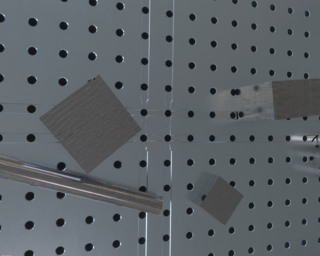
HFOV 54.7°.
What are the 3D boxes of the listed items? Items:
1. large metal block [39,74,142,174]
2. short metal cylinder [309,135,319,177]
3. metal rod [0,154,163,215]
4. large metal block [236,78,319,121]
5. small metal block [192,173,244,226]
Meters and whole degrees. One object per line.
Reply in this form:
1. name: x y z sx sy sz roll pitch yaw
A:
1. large metal block: -0.083 -0.005 0.369 0.080 0.050 0.080 -41 103 -16
2. short metal cylinder: 0.296 0.048 0.509 0.081 0.050 0.079 0 90 -20
3. metal rod: -0.136 0.057 0.362 0.302 0.025 0.025 19 84 -19
4. large metal block: 0.168 -0.039 0.446 0.081 0.080 0.050 -6 92 -20
5. small metal block: 0.083 0.102 0.444 0.050 0.025 0.050 40 77 -16
